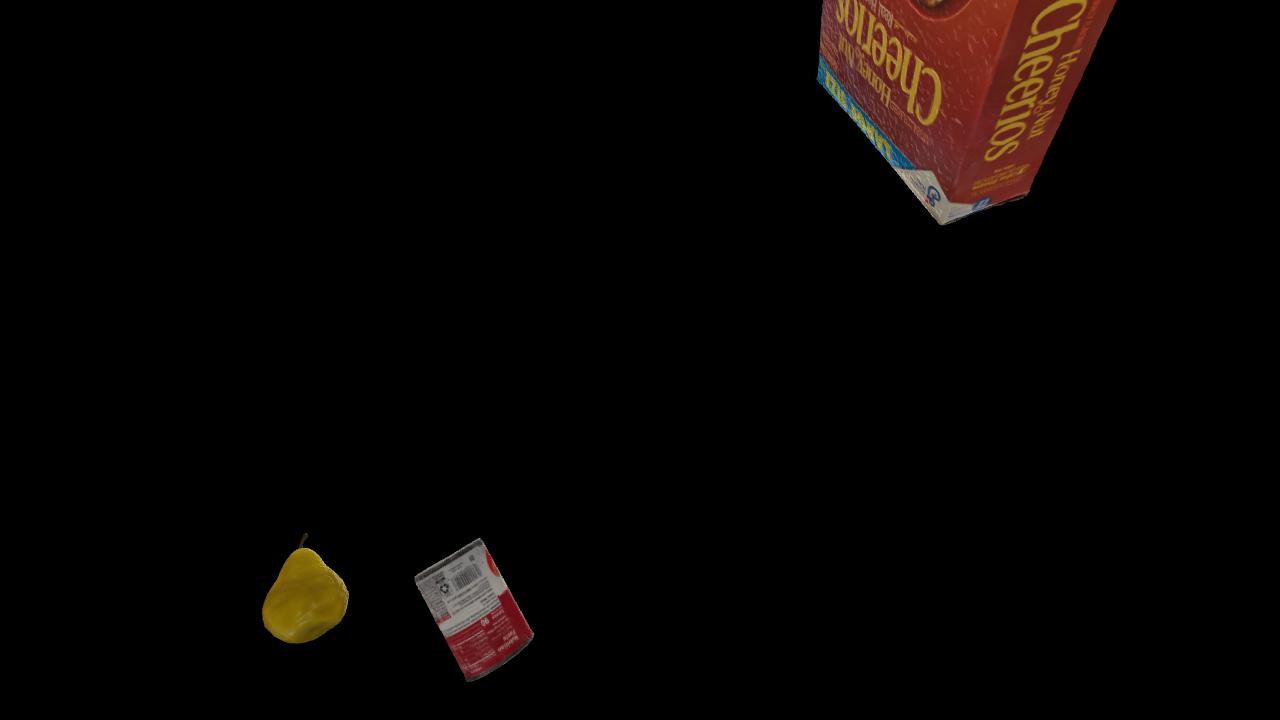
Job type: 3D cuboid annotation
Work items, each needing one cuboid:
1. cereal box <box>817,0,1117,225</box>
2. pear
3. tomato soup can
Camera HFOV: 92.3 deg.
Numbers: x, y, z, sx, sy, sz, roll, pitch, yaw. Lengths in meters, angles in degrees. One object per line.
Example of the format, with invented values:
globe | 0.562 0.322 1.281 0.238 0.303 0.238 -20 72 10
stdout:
cereal box | 0.191 -0.259 0.370 0.081 0.203 0.306 -19 -33 -1
pear | -0.363 0.240 0.657 0.080 0.080 0.111 0 43 -49
tomato soup can | -0.149 0.221 0.550 0.068 0.101 0.068 -31 -5 -3
